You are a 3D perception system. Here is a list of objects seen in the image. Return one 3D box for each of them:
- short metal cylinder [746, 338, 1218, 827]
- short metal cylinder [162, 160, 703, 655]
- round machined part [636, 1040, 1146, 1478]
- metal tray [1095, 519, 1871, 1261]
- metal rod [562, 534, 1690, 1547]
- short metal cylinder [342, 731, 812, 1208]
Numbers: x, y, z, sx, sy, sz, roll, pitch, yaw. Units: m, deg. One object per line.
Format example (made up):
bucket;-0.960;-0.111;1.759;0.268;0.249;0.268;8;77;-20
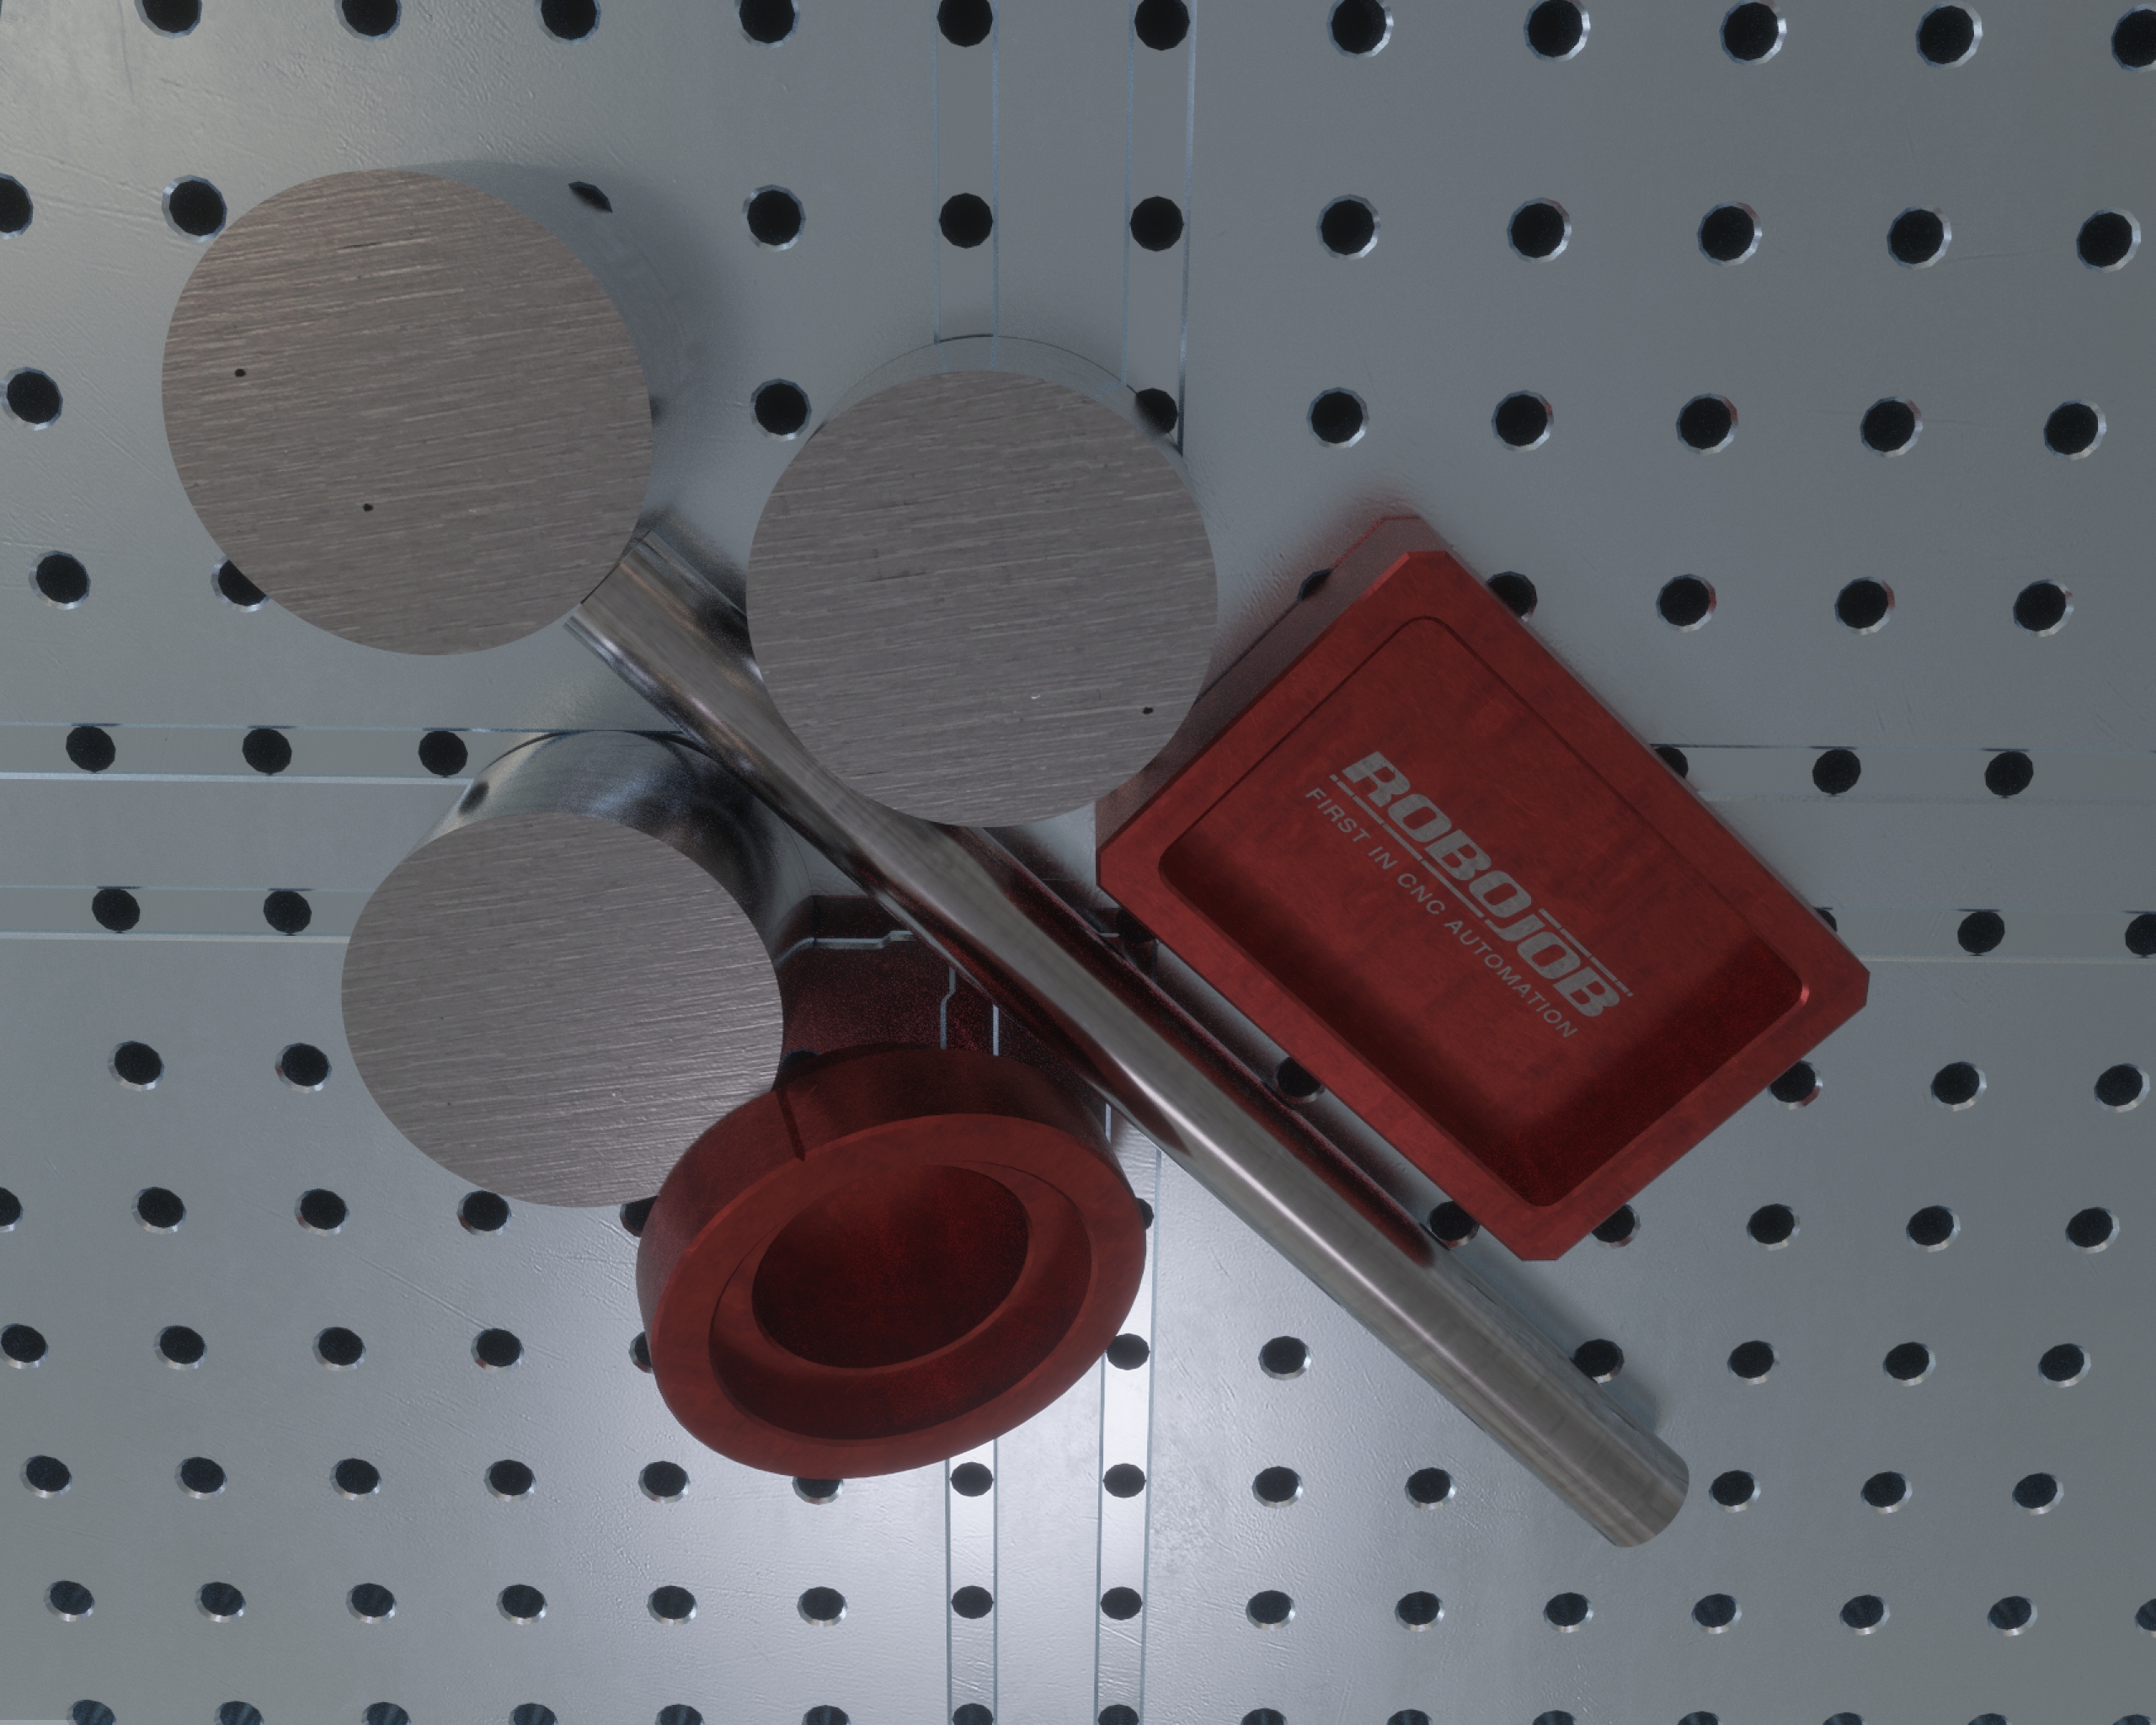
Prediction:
short metal cylinder;-0.016;-0.052;0.380;0.081;0.050;0.079;0;110;0
short metal cylinder;-0.111;-0.082;0.369;0.081;0.050;0.079;0;110;0
round machined part;-0.039;0.075;0.420;0.099;0.042;0.097;-11;127;-15
metal tray;0.078;0.008;0.413;0.130;0.030;0.090;42;105;-14
metal rod;0.019;0.044;0.430;0.300;0.025;0.025;42;105;-14
short metal cylinder;-0.094;0.020;0.406;0.081;0.050;0.079;0;110;0
